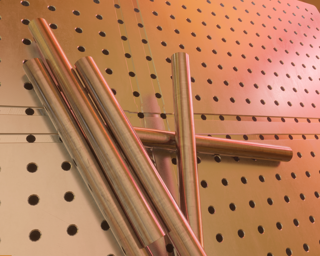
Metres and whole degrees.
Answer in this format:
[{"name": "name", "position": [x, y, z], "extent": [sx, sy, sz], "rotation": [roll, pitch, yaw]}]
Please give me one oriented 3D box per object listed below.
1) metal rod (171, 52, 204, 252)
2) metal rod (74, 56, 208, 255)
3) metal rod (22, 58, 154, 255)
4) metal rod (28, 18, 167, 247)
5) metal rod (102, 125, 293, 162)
[{"name": "metal rod", "position": [0.033, 0.041, 0.375], "extent": [0.025, 0.025, 0.299], "rotation": [8, 66, -24]}, {"name": "metal rod", "position": [-0.017, 0.045, 0.337], "extent": [0.025, 0.025, 0.299], "rotation": [-20, 72, -36]}, {"name": "metal rod", "position": [-0.074, 0.047, 0.340], "extent": [0.025, 0.025, 0.299], "rotation": [-23, 74, -37]}, {"name": "metal rod", "position": [-0.080, -0.010, 0.350], "extent": [0.025, 0.025, 0.299], "rotation": [-19, 68, -36]}, {"name": "metal rod", "position": [0.066, 0.024, 0.430], "extent": [0.302, 0.025, 0.025], "rotation": [8, 59, -25]}]
